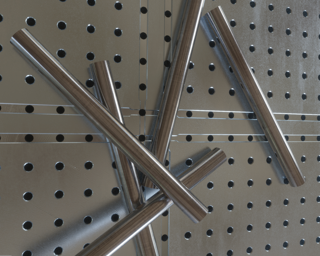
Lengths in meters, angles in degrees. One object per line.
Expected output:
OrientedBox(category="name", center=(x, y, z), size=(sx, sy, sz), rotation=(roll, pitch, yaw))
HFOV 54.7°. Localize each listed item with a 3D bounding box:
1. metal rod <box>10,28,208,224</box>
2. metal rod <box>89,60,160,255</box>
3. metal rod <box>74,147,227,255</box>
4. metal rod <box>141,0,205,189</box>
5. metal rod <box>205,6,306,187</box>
OrientedBox(category="metal rod", center=(-0.056, 0.001, 0.366), size=(0.300, 0.025, 0.025), rotation=(45, 76, -5))
OrientedBox(category="metal rod", center=(-0.040, 0.063, 0.398), size=(0.025, 0.025, 0.298), rotation=(-16, 96, -20))
OrientedBox(category="metal rod", center=(-0.025, 0.110, 0.374), size=(0.302, 0.025, 0.025), rotation=(-33, 101, -29))
OrientedBox(category="metal rod", center=(0.023, -0.067, 0.421), size=(0.025, 0.025, 0.299), rotation=(16, 85, -20))
OrientedBox(category="metal rod", center=(0.148, -0.040, 0.468), size=(0.025, 0.025, 0.299), rotation=(-33, 101, -17))
